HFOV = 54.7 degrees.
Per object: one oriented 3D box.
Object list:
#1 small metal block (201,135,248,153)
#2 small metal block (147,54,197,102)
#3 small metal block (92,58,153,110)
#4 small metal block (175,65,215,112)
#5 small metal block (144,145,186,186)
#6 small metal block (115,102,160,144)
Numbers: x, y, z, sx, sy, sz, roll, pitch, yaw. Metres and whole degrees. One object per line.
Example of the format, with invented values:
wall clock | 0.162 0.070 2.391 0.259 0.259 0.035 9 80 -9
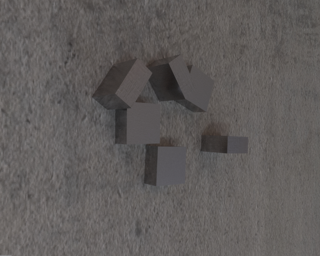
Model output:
small metal block | 0.099 0.025 0.474 0.050 0.050 0.025 4 88 -40
small metal block | 0.013 -0.063 0.401 0.025 0.050 0.050 -42 116 -32
small metal block | -0.044 -0.049 0.353 0.025 0.050 0.050 43 64 -32
small metal block | 0.048 -0.056 0.447 0.050 0.025 0.050 27 73 -37
small metal block | 0.008 0.049 0.413 0.050 0.025 0.050 4 88 -40
small metal block | -0.027 -0.006 0.384 0.050 0.025 0.050 1 90 -40
